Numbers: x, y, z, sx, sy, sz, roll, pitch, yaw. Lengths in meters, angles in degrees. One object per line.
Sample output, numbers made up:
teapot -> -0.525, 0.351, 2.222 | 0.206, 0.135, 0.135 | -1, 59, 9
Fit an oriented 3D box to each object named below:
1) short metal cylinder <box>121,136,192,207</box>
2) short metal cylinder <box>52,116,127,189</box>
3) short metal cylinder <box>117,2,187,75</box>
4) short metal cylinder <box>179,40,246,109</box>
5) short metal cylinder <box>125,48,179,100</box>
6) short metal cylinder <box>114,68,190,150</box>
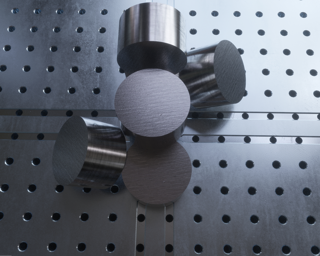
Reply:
short metal cylinder -> -0.004, 0.054, 0.378 | 0.081, 0.050, 0.080 | 0, 71, 0
short metal cylinder -> -0.084, 0.030, 0.365 | 0.050, 0.080, 0.080 | 16, 63, -42
short metal cylinder -> -0.009, -0.099, 0.364 | 0.081, 0.080, 0.050 | 0, 70, 0
short metal cylinder -> 0.069, -0.067, 0.400 | 0.050, 0.080, 0.080 | -7, 64, 41
short metal cylinder -> -0.007, -0.074, 0.425 | 0.081, 0.050, 0.080 | 0, 71, 0
short metal cylinder -> -0.008, -0.020, 0.352 | 0.081, 0.050, 0.080 | 0, 70, 0
